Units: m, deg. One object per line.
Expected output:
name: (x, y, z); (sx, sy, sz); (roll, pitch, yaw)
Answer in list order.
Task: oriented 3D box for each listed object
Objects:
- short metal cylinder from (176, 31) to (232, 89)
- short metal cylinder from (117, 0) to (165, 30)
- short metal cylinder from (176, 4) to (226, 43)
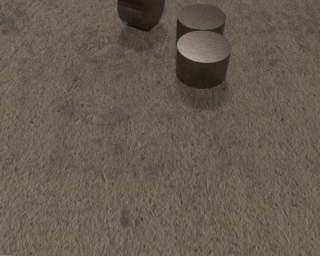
short metal cylinder: (0.065, -0.106, 0.477); (0.081, 0.050, 0.080); (0, 50, 0)
short metal cylinder: (-0.032, -0.223, 0.555); (0.050, 0.080, 0.080); (24, 54, 18)
short metal cylinder: (0.068, -0.168, 0.530); (0.081, 0.050, 0.080); (0, 50, 0)
